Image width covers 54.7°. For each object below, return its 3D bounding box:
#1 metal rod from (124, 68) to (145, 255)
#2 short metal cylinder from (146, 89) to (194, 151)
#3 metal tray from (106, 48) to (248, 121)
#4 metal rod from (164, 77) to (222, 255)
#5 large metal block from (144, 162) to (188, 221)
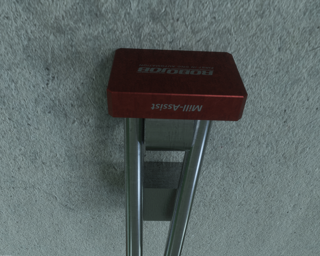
[{"bbox_3d":[-0.034,0.070,0.408,0.025,0.025,0.298,1,115,-2],"label":"metal rod"},{"bbox_3d":[0.009,-0.013,0.363,0.050,0.080,0.079,1,130,-2],"label":"short metal cylinder"},{"bbox_3d":[0.016,-0.048,0.325,0.131,0.090,0.030,2,130,-2],"label":"metal tray"},{"bbox_3d":[0.037,0.073,0.410,0.025,0.025,0.298,6,115,-6],"label":"metal rod"},{"bbox_3d":[0.001,0.098,0.473,0.081,0.050,0.079,1,130,-2],"label":"large metal block"}]
